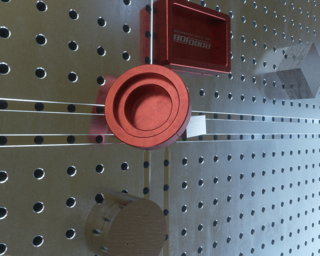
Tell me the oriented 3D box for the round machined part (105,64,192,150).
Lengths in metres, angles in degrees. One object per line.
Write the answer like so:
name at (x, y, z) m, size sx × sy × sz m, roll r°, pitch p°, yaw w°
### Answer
round machined part at (-0.011, -0.021, 0.364) m, size 0.042 × 0.098 × 0.098 m, roll 46°, pitch 55°, yaw -71°

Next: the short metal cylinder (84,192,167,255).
short metal cylinder at (-0.039, 0.119, 0.360) m, size 0.081 × 0.050 × 0.080 m, roll 0°, pitch 90°, yaw -40°

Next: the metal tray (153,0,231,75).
metal tray at (0.050, -0.128, 0.446) m, size 0.131 × 0.030 × 0.089 m, roll -1°, pitch 91°, yaw -40°

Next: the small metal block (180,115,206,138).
small metal block at (0.026, -0.002, 0.407) m, size 0.050 × 0.050 × 0.025 m, roll -8°, pitch 96°, yaw -54°

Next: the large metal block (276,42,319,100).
large metal block at (0.291, -0.116, 0.636) m, size 0.080 × 0.050 × 0.080 m, roll 49°, pitch 61°, yaw -29°
